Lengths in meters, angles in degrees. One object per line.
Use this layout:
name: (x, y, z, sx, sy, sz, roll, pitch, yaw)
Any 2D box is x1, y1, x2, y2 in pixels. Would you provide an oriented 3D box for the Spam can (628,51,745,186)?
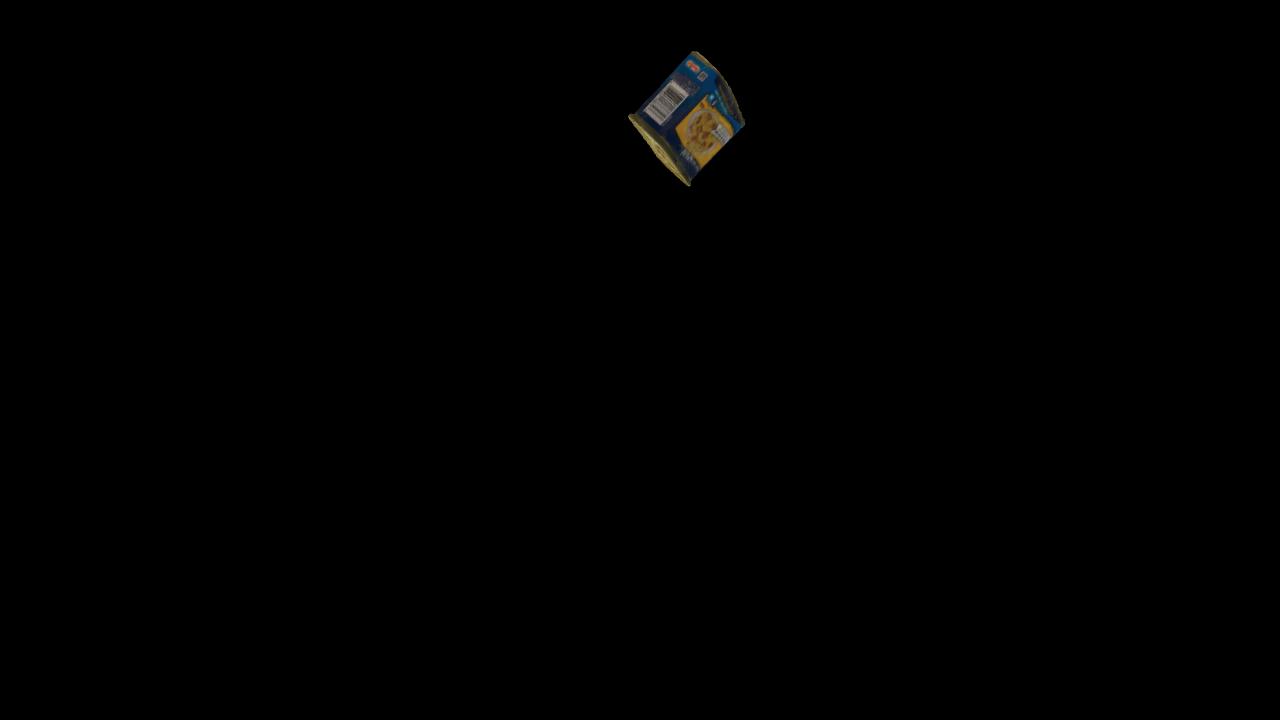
Spam can: (0.049, -0.234, 0.604, 0.085, 0.058, 0.101, -45, -23, 9)
